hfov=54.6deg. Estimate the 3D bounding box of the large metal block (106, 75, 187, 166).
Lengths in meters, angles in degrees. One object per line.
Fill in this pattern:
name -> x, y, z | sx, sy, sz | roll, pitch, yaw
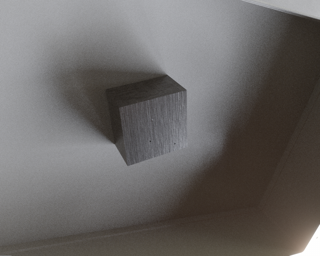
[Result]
large metal block -> -0.014, -0.011, 0.377 | 0.081, 0.050, 0.080 | -17, 125, -19
